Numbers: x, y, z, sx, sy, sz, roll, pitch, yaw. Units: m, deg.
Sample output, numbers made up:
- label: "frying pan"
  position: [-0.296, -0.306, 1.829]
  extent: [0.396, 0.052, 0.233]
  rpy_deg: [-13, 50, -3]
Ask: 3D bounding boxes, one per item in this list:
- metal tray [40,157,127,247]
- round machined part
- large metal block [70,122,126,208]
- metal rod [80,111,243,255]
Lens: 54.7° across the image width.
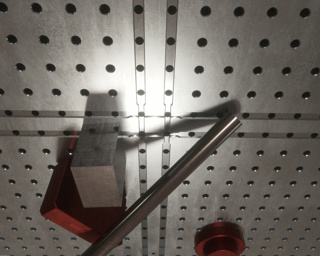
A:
- label: "metal tray"
  position: [-0.107, 0.115, 0.465]
  extent: [0.030, 0.090, 0.130]
  rpy_deg: [-30, 124, 23]
- label: "round machined part"
  position: [0.118, 0.237, 0.604]
  extent: [0.099, 0.042, 0.097]
  rpy_deg: [-1, 130, 0]
- label: "large metal block"
  position: [-0.078, 0.049, 0.416]
  extent: [0.050, 0.080, 0.079]
  rpy_deg: [-2, 130, 1]
- label: "metal rod"
  position: [-0.007, 0.092, 0.418]
  extent: [0.300, 0.025, 0.025]
  rpy_deg: [-45, 120, 5]
